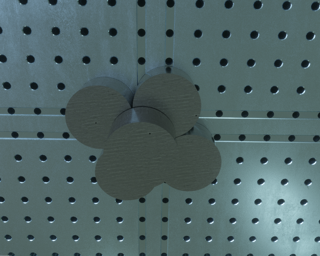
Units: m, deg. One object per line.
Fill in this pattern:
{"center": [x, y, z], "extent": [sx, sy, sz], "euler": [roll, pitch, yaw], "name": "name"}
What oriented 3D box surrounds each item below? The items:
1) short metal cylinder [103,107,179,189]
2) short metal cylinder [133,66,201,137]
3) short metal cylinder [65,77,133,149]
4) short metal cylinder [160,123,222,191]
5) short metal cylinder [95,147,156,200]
{"center": [-0.020, 0.022, 0.352], "extent": [0.081, 0.050, 0.079], "euler": [-1, 112, -1], "name": "short metal cylinder"}
{"center": [0.008, -0.033, 0.387], "extent": [0.081, 0.050, 0.079], "euler": [0, 110, -1], "name": "short metal cylinder"}
{"center": [-0.072, -0.020, 0.391], "extent": [0.081, 0.050, 0.079], "euler": [0, 110, -1], "name": "short metal cylinder"}
{"center": [0.037, 0.037, 0.413], "extent": [0.081, 0.050, 0.079], "euler": [0, 110, -1], "name": "short metal cylinder"}
{"center": [-0.042, 0.049, 0.417], "extent": [0.081, 0.050, 0.079], "euler": [0, 110, -1], "name": "short metal cylinder"}
